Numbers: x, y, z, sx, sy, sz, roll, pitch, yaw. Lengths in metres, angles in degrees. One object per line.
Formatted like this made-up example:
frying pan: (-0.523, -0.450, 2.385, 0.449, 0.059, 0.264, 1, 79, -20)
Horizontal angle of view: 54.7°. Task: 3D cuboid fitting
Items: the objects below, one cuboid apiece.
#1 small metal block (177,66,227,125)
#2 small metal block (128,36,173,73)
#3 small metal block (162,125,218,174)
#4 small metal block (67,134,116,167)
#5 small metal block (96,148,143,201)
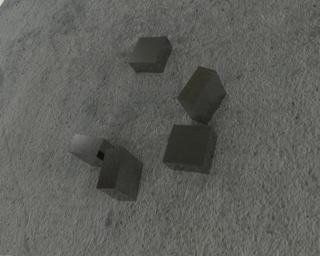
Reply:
small metal block: (0.053, -0.040, 0.384, 0.025, 0.050, 0.050, 25, 75, 37)
small metal block: (-0.014, -0.114, 0.481, 0.050, 0.025, 0.050, 7, 65, 31)
small metal block: (0.037, 0.025, 0.370, 0.050, 0.025, 0.050, 3, 63, 29)
small metal block: (-0.084, 0.033, 0.412, 0.050, 0.050, 0.025, 6, 65, 31)
small metal block: (-0.047, 0.057, 0.377, 0.025, 0.050, 0.050, -5, 60, 26)
